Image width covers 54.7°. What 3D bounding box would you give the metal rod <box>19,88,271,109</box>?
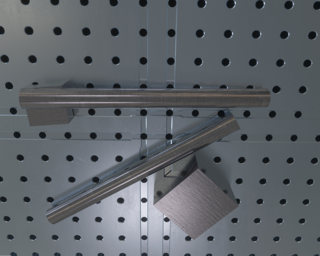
[{"bbox_3d":[-0.013,-0.037,0.384,0.302,0.025,0.025,-1,110,-6],"label":"metal rod"}]

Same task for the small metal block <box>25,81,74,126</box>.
[{"bbox_3d":[-0.144,-0.031,0.400,0.050,0.025,0.050,-4,110,1],"label":"small metal block"}]

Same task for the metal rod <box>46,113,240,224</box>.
[{"bbox_3d":[-0.030,0.061,0.435,0.300,0.025,0.025,-28,108,9],"label":"metal rod"}]

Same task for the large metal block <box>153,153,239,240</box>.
[{"bbox_3d":[0.048,0.095,0.435,0.080,0.050,0.080,-42,105,14],"label":"large metal block"}]
